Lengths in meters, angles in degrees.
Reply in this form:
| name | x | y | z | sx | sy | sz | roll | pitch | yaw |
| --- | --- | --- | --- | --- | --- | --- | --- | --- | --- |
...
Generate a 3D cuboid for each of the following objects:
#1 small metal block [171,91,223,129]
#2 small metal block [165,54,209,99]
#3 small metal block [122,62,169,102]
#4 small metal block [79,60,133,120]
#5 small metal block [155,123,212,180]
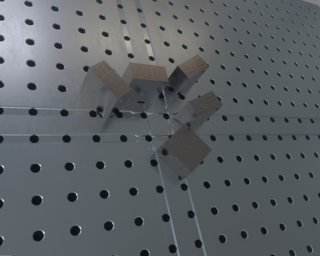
| name | x | y | z | sx | sy | sz | roll | pitch | yaw |
| --- | --- | --- | --- | --- | --- | --- | --- | --- | --- |
| small metal block | 0.051 | -0.021 | 0.432 | 0.050 | 0.050 | 0.025 | -26 | 76 | -37 |
| small metal block | 0.038 | -0.076 | 0.458 | 0.025 | 0.050 | 0.050 | 49 | 51 | 6 |
| small metal block | -0.024 | -0.060 | 0.415 | 0.050 | 0.050 | 0.025 | 1 | 61 | -28 |
| small metal block | -0.068 | -0.046 | 0.383 | 0.050 | 0.050 | 0.025 | 46 | 51 | 4 |
| small metal block | 0.031 | 0.030 | 0.406 | 0.050 | 0.025 | 0.050 | 46 | 51 | 3 |
